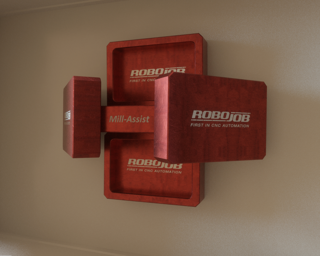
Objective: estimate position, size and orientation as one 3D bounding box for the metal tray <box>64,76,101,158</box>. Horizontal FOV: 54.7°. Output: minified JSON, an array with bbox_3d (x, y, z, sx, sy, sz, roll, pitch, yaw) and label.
[{"bbox_3d":[-0.103,-0.012,0.396,0.030,0.130,0.089,1,90,-22],"label":"metal tray"}]

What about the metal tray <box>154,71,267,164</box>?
[{"bbox_3d":[0.059,-0.009,0.339,0.030,0.131,0.089,1,90,62],"label":"metal tray"}]

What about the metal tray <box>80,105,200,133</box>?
[{"bbox_3d":[-0.019,-0.010,0.381,0.130,0.090,0.030,1,90,19],"label":"metal tray"}]

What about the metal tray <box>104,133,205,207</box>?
[{"bbox_3d":[-0.009,0.050,0.407,0.130,0.030,0.089,1,90,19],"label":"metal tray"}]

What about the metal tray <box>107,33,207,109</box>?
[{"bbox_3d":[-0.005,-0.070,0.408,0.130,0.030,0.089,0,90,19],"label":"metal tray"}]
